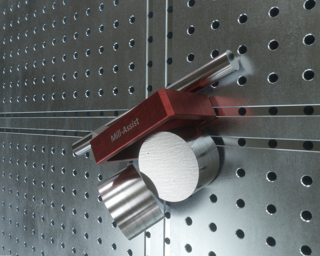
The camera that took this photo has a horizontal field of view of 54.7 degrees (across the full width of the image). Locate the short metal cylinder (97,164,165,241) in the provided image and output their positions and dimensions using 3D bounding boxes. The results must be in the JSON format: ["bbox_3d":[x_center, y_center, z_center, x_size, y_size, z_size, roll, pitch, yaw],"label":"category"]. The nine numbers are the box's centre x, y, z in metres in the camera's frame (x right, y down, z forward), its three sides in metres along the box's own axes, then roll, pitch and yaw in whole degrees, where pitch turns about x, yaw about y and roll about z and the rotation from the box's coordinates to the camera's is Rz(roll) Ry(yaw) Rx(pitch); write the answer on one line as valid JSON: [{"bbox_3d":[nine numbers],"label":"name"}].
[{"bbox_3d":[-0.036,0.092,0.389,0.050,0.080,0.080,-31,64,-9],"label":"short metal cylinder"}]

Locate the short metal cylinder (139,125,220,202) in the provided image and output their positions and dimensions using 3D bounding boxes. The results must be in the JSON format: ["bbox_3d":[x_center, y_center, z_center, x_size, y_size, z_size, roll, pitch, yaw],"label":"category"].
[{"bbox_3d":[0.022,0.040,0.363,0.080,0.050,0.079,7,103,35],"label":"short metal cylinder"}]

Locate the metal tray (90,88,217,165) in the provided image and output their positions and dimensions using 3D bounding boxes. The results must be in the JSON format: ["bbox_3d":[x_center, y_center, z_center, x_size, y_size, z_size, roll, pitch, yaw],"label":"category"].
[{"bbox_3d":[-0.010,0.002,0.370,0.130,0.091,0.030,-33,70,35],"label":"metal tray"}]

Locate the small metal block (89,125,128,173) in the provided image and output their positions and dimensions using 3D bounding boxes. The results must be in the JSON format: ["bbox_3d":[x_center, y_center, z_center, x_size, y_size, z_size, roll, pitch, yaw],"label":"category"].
[{"bbox_3d":[-0.072,0.031,0.447,0.050,0.025,0.050,26,123,17],"label":"small metal block"}]

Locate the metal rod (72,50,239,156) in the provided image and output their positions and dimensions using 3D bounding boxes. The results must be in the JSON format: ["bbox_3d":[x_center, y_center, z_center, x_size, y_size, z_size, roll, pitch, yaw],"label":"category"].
[{"bbox_3d":[-0.028,-0.020,0.427,0.299,0.025,0.025,-27,73,36],"label":"metal rod"}]
